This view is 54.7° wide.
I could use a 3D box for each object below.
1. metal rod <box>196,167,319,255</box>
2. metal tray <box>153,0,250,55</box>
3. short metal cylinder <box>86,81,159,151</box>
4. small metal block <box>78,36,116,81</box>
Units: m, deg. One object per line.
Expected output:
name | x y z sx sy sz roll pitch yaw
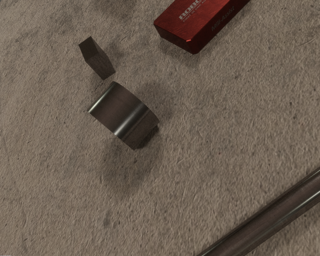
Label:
metal rod | 0.039 0.137 0.298 0.300 0.025 0.025 -37 51 3
metal tray | 0.065 -0.182 0.478 0.130 0.030 0.090 -46 51 -4
short metal cylinder | -0.047 -0.015 0.401 0.080 0.080 0.050 35 82 38
small metal block | -0.104 -0.115 0.510 0.025 0.050 0.050 -34 52 6
